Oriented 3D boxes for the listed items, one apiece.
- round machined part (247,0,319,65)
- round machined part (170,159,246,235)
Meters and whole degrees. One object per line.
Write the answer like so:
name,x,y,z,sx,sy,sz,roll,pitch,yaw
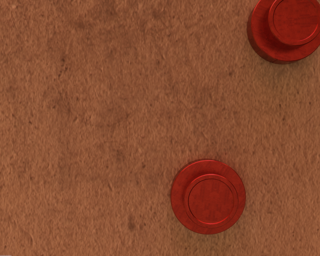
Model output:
round machined part,0.168,-0.135,0.404,0.099,0.042,0.097,0,90,-1
round machined part,0.063,0.091,0.402,0.099,0.042,0.097,0,90,-1
